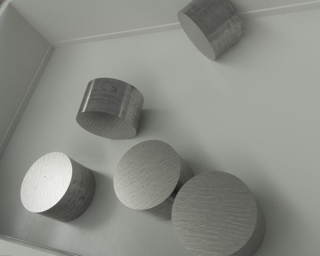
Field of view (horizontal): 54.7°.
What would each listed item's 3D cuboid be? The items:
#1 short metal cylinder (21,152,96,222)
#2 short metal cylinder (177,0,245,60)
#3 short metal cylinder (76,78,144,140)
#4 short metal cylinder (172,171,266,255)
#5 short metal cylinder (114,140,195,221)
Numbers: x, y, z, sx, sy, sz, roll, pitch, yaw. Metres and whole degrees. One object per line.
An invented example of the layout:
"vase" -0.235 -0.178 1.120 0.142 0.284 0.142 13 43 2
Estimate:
"short metal cylinder" -0.134 0.078 0.410 0.080 0.050 0.080 -13 56 20
"short metal cylinder" 0.068 -0.139 0.419 0.050 0.080 0.080 -39 51 2
"short metal cylinder" -0.066 -0.024 0.418 0.080 0.080 0.050 -3 61 26
"short metal cylinder" 0.058 0.089 0.304 0.080 0.050 0.080 -13 56 20
"short metal cylinder" -0.005 0.060 0.354 0.080 0.050 0.080 -13 56 20
